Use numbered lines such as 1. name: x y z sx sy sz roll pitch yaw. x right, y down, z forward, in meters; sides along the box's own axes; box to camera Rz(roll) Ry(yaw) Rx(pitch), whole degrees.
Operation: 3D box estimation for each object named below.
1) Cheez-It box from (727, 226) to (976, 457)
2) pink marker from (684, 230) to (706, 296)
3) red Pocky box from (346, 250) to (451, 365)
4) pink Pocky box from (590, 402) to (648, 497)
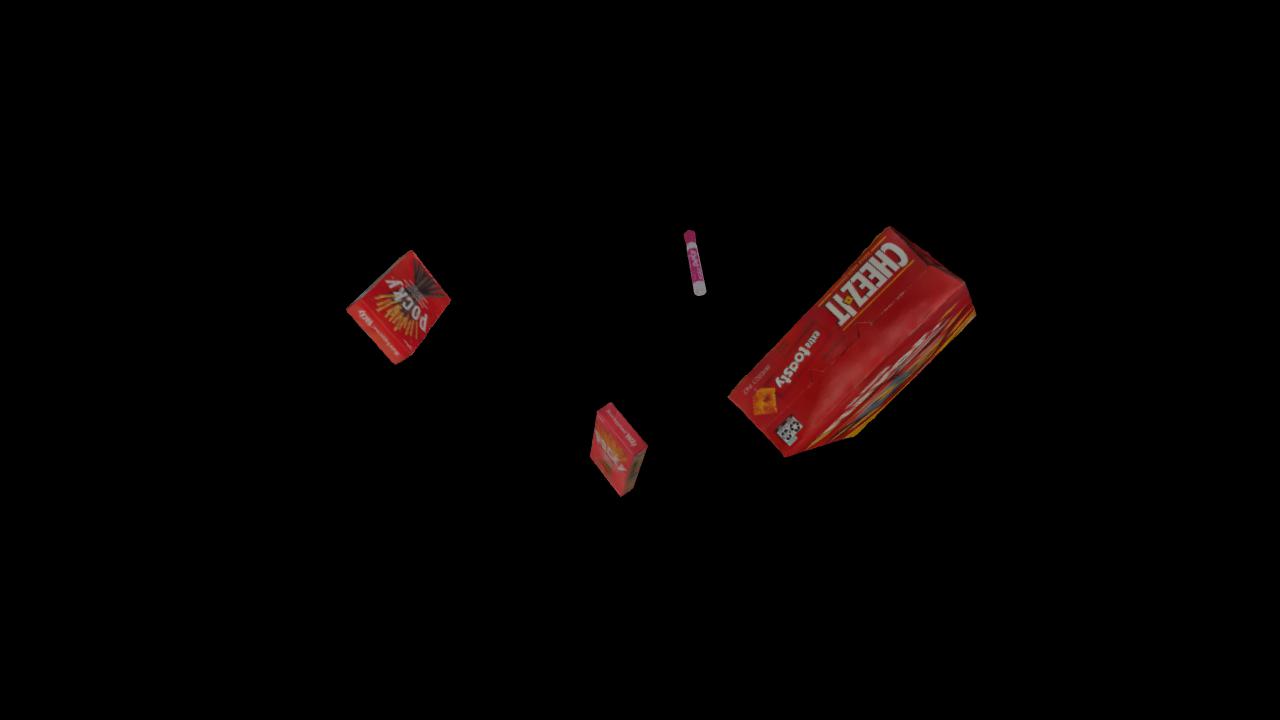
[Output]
1. Cheez-It box: 0.186 -0.006 0.507 0.071 0.166 0.223 48 22 23
2. pink marker: 0.083 -0.151 0.940 0.020 0.121 0.020 -5 -31 -3
3. red Pocky box: -0.281 -0.067 0.734 0.028 0.083 0.155 -25 26 16
4. pink Pocky box: -0.034 0.133 0.890 0.029 0.084 0.155 -31 -23 -26
